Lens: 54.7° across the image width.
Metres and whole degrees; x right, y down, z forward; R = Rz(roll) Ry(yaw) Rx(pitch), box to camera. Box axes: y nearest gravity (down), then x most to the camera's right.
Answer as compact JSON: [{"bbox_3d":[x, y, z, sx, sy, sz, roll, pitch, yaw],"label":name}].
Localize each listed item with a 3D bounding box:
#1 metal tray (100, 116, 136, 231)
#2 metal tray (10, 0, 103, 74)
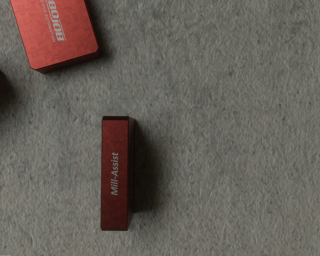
[{"bbox_3d":[-0.050,0.051,0.388,0.030,0.090,0.129,1,89,1],"label":"metal tray"},{"bbox_3d":[-0.138,-0.146,0.406,0.090,0.030,0.129,-17,90,-1],"label":"metal tray"}]
